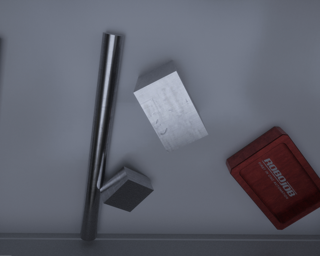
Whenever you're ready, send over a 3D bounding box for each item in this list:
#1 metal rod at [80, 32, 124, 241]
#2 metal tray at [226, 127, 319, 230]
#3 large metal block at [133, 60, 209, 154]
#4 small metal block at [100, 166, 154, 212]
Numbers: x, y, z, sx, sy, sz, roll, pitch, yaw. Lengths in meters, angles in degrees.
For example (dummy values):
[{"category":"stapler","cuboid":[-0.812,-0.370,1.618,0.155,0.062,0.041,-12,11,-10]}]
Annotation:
[{"category":"metal rod","cuboid":[-0.082,0.026,0.419,0.025,0.025,0.298,9,110,-4]},{"category":"metal tray","cuboid":[0.168,0.073,0.438,0.090,0.030,0.130,-38,106,12]},{"category":"large metal block","cuboid":[0.013,-0.029,0.372,0.050,0.080,0.080,-26,108,9]},{"category":"small metal block","cuboid":[-0.046,0.086,0.432,0.050,0.025,0.050,-45,132,14]}]
